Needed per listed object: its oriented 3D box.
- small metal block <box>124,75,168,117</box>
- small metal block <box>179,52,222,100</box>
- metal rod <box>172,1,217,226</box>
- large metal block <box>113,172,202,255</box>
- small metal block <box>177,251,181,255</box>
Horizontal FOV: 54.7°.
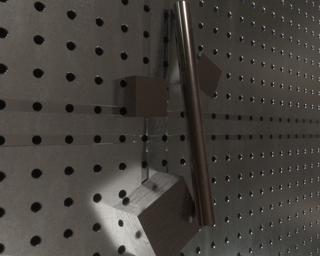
[{"bbox_3d":[-0.018,-0.039,0.396,0.050,0.025,0.050,-1,91,-40],"label":"small metal block"},{"bbox_3d":[0.062,-0.076,0.463,0.050,0.025,0.050,32,70,-36],"label":"small metal block"},{"bbox_3d":[0.044,-0.025,0.413,0.025,0.025,0.298,2,78,-40],"label":"metal rod"},{"bbox_3d":[0.000,0.114,0.395,0.081,0.050,0.080,-35,112,-35],"label":"large metal block"},{"bbox_3d":[0.002,0.187,0.414,0.050,0.025,0.050,-12,98,-40],"label":"small metal block"}]
